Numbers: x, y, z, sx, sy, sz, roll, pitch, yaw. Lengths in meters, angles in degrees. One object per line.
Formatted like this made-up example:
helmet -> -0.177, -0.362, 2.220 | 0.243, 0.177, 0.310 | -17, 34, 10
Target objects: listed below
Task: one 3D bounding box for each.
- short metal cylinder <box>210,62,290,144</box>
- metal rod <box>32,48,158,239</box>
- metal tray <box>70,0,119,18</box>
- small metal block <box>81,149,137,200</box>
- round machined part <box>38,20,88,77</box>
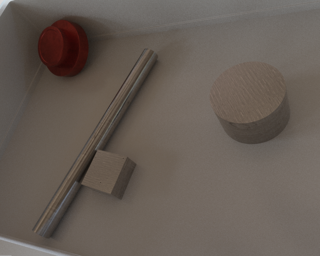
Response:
short metal cylinder -> 0.103, -0.028, 0.353 | 0.080, 0.050, 0.080 | -13, 56, 20
metal rod -> -0.084, 0.011, 0.441 | 0.025, 0.025, 0.300 | 18, 71, 34
metal tray -> -0.116, -0.291, 0.642 | 0.090, 0.030, 0.130 | 20, 72, 35
small metal block -> -0.066, 0.060, 0.402 | 0.050, 0.025, 0.050 | 10, 66, 32
round machined part -> -0.175, -0.139, 0.541 | 0.098, 0.042, 0.097 | 3, 95, 33
